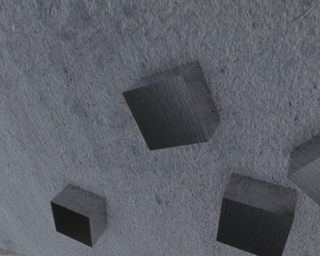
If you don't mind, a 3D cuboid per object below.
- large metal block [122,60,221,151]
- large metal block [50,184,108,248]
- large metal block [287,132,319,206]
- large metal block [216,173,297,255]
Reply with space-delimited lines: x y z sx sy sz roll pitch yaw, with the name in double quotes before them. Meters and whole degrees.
"large metal block" 0.015 -0.025 0.367 0.080 0.050 0.080 -11 113 33
"large metal block" -0.146 0.159 0.566 0.080 0.050 0.079 16 125 19
"large metal block" 0.193 0.043 0.315 0.080 0.050 0.080 42 129 -1
"large metal block" 0.122 0.113 0.396 0.080 0.050 0.079 14 124 20
